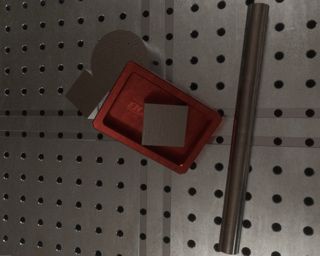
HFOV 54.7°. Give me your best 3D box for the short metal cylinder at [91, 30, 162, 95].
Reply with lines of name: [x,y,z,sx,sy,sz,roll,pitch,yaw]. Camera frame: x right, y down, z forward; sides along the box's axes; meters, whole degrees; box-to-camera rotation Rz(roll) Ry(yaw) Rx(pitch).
short metal cylinder: [-0.044,-0.084,0.414,0.080,0.050,0.079,0,90,19]

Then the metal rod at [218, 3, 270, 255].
metal rod: [0.101,0.003,0.376,0.025,0.025,0.298,7,92,19]

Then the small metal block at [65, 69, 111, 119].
small metal block: [-0.100,-0.048,0.446,0.050,0.025,0.050,44,103,14]

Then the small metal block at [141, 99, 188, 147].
small metal block: [0.005,-0.006,0.371,0.050,0.025,0.050,3,105,-6]

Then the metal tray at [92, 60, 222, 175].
metal tray: [-0.003,-0.012,0.379,0.131,0.030,0.090,30,101,-12]
